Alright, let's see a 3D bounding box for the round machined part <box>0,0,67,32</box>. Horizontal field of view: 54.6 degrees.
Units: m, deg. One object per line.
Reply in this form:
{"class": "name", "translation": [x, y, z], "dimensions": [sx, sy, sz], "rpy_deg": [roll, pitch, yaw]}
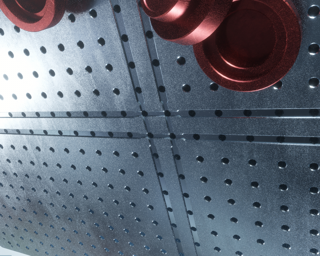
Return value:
{"class": "round machined part", "translation": [-0.152, -0.171, 0.376], "dimensions": [0.098, 0.042, 0.097], "rpy_deg": [13, 124, 21]}

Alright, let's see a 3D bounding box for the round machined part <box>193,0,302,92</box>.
{"class": "round machined part", "translation": [0.085, -0.088, 0.301], "dimensions": [0.098, 0.042, 0.097], "rpy_deg": [13, 124, 21]}

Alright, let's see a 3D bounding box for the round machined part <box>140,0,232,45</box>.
{"class": "round machined part", "translation": [0.018, -0.128, 0.279], "dimensions": [0.098, 0.042, 0.098], "rpy_deg": [-5, 83, 51]}
